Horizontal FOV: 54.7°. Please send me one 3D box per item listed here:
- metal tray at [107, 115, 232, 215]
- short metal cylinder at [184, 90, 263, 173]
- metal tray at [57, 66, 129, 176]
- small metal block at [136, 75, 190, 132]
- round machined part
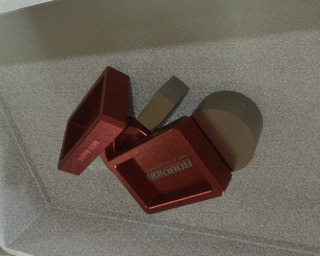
[{"bbox_3d":[0.007,0.050,0.368,0.130,0.030,0.090,-28,103,41],"label":"metal tray"},{"bbox_3d":[0.072,0.004,0.353,0.080,0.050,0.079,13,124,20],"label":"short metal cylinder"},{"bbox_3d":[-0.088,-0.007,0.403,0.030,0.090,0.129,24,134,-28],"label":"metal tray"},{"bbox_3d":[0.004,-0.029,0.368,0.025,0.050,0.050,40,127,1],"label":"small metal block"},{"bbox_3d":[-0.034,0.027,0.430,0.098,0.042,0.097,13,124,20],"label":"round machined part"}]
